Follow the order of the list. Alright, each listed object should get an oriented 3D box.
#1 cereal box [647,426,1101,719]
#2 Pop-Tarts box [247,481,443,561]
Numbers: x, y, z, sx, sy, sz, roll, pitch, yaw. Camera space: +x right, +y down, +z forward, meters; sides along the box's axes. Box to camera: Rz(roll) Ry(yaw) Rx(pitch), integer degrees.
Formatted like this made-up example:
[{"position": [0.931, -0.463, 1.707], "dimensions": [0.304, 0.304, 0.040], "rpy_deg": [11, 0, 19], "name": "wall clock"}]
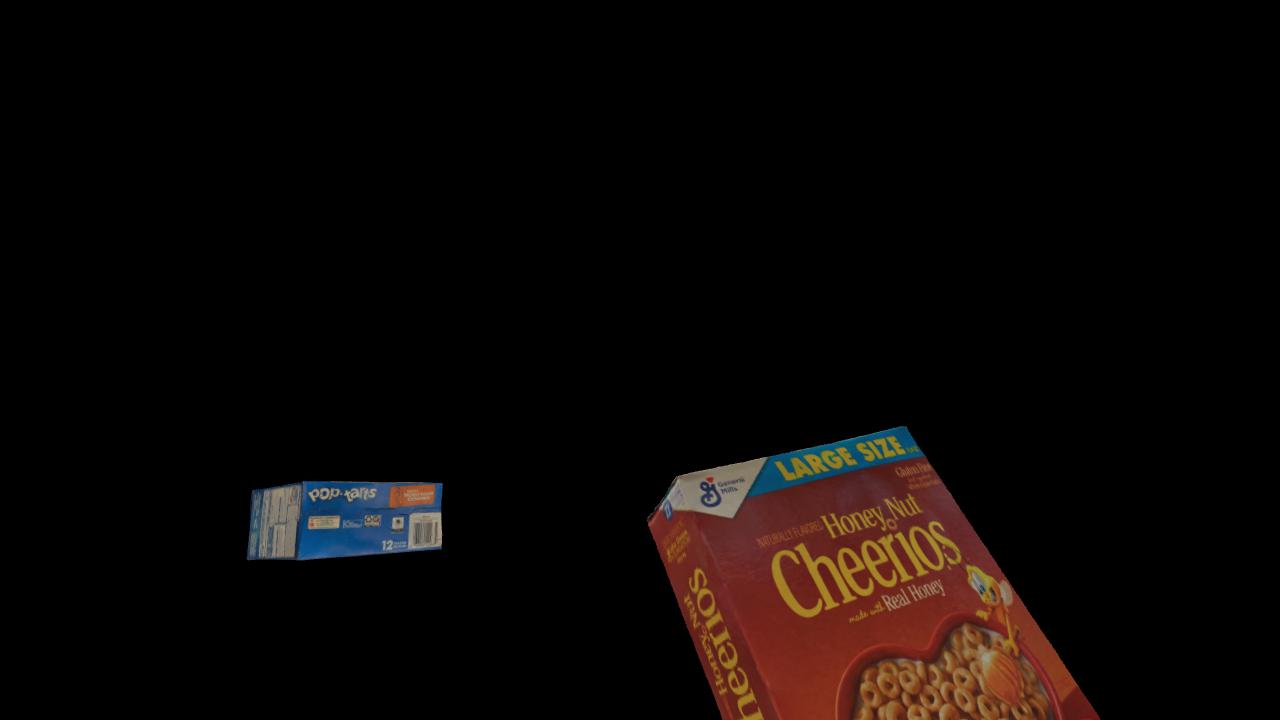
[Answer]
[{"position": [0.152, 0.196, 0.367], "dimensions": [0.203, 0.306, 0.081], "rpy_deg": [-6, -35, -25], "name": "cereal box"}, {"position": [-0.345, 0.189, 0.728], "dimensions": [0.141, 0.083, 0.167], "rpy_deg": [-15, -19, 38], "name": "Pop-Tarts box"}]
